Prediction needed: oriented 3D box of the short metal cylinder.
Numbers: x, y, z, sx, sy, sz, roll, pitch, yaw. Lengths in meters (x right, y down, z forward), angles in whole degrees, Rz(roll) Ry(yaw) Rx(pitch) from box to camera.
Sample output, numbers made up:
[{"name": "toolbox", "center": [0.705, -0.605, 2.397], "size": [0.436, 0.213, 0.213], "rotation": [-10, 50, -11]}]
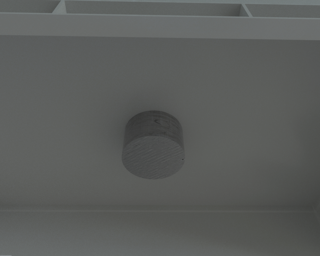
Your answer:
[{"name": "short metal cylinder", "center": [-0.008, 0.023, 0.413], "size": [0.081, 0.050, 0.079], "rotation": [0, 130, 0]}]
